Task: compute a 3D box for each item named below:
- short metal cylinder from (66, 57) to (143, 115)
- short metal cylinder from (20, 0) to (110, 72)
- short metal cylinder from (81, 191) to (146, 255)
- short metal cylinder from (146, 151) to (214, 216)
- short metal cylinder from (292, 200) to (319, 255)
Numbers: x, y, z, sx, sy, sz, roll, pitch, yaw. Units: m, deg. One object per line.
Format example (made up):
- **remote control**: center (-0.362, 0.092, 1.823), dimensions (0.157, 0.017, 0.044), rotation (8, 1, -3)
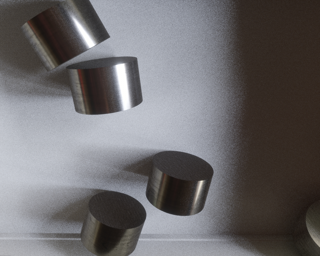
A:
- **short metal cylinder**: center (-0.063, -0.052, 0.362), dimensions (0.080, 0.080, 0.050), rotation (-6, 110, 2)
- **short metal cylinder**: center (-0.103, -0.104, 0.343), dimensions (0.080, 0.080, 0.050), rotation (-26, 108, 9)
- **short metal cylinder**: center (-0.065, 0.132, 0.430), dimensions (0.080, 0.080, 0.050), rotation (16, 109, -6)
- **short metal cylinder**: center (0.025, 0.070, 0.408), dimensions (0.081, 0.080, 0.050), rotation (10, 110, -4)
- **short metal cylinder**: center (0.234, 0.146, 0.430), dimensions (0.081, 0.080, 0.050), rotation (2, 143, -1)
